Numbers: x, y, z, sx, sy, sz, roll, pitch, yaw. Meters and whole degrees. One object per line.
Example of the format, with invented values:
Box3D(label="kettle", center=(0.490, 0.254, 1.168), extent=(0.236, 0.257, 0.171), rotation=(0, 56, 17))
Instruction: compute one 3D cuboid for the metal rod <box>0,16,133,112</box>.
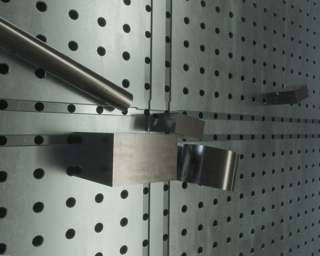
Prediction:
Box3D(label="metal rod", center=(-0.147, -0.088, 0.285), extent=(0.301, 0.025, 0.025), rotation=(28, 72, -36))

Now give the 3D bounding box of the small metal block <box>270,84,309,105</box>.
Box3D(label="small metal block", center=(0.252, -0.065, 0.604), extent=(0.050, 0.050, 0.025), rotation=(-24, 105, -38))

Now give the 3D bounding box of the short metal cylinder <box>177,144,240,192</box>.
Box3D(label="short metal cylinder", center=(0.066, 0.055, 0.429), extent=(0.080, 0.080, 0.050), rotation=(19, 78, -39))

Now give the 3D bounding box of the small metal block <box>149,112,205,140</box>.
Box3D(label="small metal block", center=(0.023, -0.002, 0.412), extent=(0.050, 0.050, 0.025), rotation=(16, 80, -39))

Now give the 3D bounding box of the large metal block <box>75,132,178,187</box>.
Box3D(label="large metal block", center=(-0.038, 0.030, 0.341), extent=(0.081, 0.080, 0.050), rotation=(2, 89, -40))
